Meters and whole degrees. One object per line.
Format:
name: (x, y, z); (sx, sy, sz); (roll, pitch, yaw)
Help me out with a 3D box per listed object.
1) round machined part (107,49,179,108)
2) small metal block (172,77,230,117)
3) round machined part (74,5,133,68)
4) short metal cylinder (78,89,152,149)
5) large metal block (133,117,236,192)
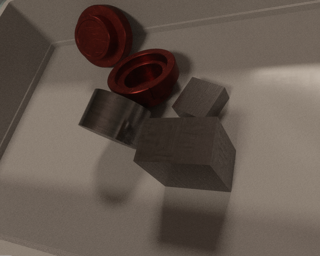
round machined part: (-0.020, -0.065, 0.434); (0.098, 0.042, 0.098); (-13, 43, 13)
small metal block: (0.052, -0.033, 0.398); (0.050, 0.025, 0.050); (26, 75, 36)
round machined part: (-0.096, -0.145, 0.496); (0.098, 0.097, 0.042); (1, 21, 28)
short metal cylinder: (-0.057, -0.011, 0.401); (0.080, 0.080, 0.050); (17, 80, 34)
large metal block: (0.031, 0.030, 0.335); (0.080, 0.080, 0.050); (0, 62, 27)
